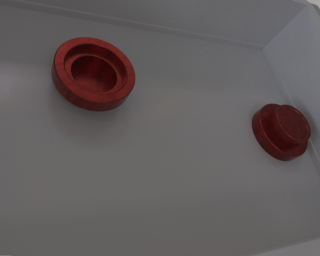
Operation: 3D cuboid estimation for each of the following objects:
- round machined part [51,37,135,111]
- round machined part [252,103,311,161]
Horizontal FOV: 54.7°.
[{"bbox_3d":[-0.084,-0.062,0.387,0.099,0.042,0.098,14,56,-21],"label":"round machined part"},{"bbox_3d":[0.203,0.001,0.503,0.099,0.042,0.098,14,56,-21],"label":"round machined part"}]
